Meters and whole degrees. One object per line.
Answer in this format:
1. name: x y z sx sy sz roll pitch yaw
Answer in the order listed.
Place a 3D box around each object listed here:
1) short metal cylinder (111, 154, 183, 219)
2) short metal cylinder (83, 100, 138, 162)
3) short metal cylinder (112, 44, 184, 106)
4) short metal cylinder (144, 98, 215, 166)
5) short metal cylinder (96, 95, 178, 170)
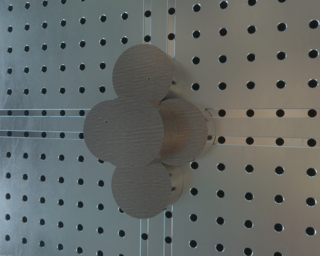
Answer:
1. short metal cylinder: -0.016 0.072 0.404 0.080 0.050 0.080 -1 88 19
2. short metal cylinder: -0.055 0.004 0.419 0.080 0.050 0.079 0 90 20
3. short metal cylinder: -0.014 -0.064 0.404 0.080 0.050 0.079 0 90 19
4. short metal cylinder: 0.025 0.005 0.390 0.080 0.050 0.080 0 90 20
5. short metal cylinder: -0.025 0.005 0.354 0.080 0.050 0.079 0 90 20
